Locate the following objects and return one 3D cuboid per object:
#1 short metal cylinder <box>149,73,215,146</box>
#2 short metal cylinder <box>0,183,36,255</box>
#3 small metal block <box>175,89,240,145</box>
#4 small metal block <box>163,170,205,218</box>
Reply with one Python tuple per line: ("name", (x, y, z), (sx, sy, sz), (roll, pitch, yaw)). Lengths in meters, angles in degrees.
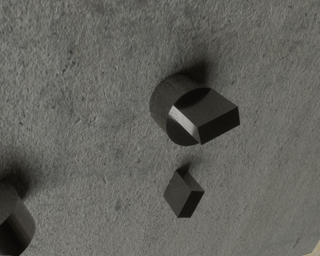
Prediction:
("short metal cylinder", (0.033, -0.024, 0.394), (0.081, 0.050, 0.079), (-14, 124, -21))
("short metal cylinder", (-0.185, 0.106, 0.336), (0.081, 0.080, 0.050), (-22, 127, -16))
("small metal block", (0.053, -0.014, 0.346), (0.050, 0.050, 0.025), (-27, 128, -12))
("small metal block", (0.035, 0.100, 0.472), (0.025, 0.050, 0.050), (11, 113, -33))
